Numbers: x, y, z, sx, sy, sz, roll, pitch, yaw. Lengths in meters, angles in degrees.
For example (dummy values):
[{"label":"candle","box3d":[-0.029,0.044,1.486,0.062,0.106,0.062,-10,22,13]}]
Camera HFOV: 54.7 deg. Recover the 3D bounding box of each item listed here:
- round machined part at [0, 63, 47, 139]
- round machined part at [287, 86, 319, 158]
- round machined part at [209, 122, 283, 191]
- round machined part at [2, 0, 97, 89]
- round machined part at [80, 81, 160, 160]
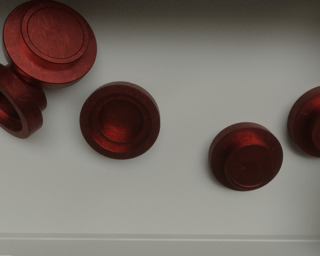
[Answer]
[{"label":"round machined part","box3d":[-0.176,-0.038,0.369,0.098,0.042,0.097,24,139,23]},{"label":"round machined part","box3d":[0.223,-0.004,0.402,0.099,0.042,0.097,0,110,0]},{"label":"round machined part","box3d":[0.118,0.044,0.419,0.099,0.042,0.097,0,110,0]},{"label":"round machined part","box3d":[-0.117,-0.095,0.338,0.099,0.042,0.098,6,78,-28]},{"label":"round machined part","box3d":[-0.049,-0.012,0.397,0.099,0.042,0.097,0,110,0]}]
